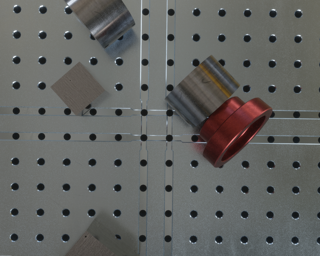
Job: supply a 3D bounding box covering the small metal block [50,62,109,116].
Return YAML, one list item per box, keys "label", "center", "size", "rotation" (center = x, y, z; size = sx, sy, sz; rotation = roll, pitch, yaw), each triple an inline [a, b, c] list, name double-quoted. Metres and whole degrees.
- label: "small metal block"
  center: [-0.106, -0.051, 0.412]
  size: [0.050, 0.025, 0.050]
  rotation: [-42, 90, 0]

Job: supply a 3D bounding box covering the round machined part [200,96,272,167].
- label: "round machined part"
  center: [0.088, 0.000, 0.382]
  size: [0.098, 0.098, 0.042]
  rotation: [-44, 69, 0]

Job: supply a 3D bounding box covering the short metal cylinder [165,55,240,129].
- label: "short metal cylinder"
  center: [0.052, -0.045, 0.386]
  size: [0.080, 0.080, 0.050]
  rotation: [-43, 90, 0]

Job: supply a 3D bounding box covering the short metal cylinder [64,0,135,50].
- label: "short metal cylinder"
  center: [-0.076, -0.145, 0.385]
  size: [0.050, 0.080, 0.080]
  rotation: [-40, 90, 0]

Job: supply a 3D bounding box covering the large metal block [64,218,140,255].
- label: "large metal block"
  center: [-0.084, 0.180, 0.400]
  size: [0.080, 0.050, 0.080]
  rotation: [40, 90, 0]
